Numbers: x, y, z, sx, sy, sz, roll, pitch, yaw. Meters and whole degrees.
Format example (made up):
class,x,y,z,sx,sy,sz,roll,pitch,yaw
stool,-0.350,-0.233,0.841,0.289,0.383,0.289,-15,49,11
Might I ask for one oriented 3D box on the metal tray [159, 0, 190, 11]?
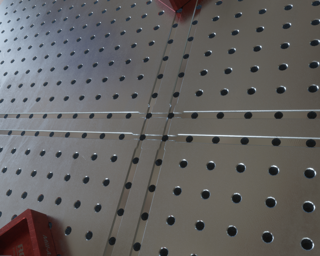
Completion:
class,x,y,z,sx,sy,sz,roll,pitch,yaw
metal tray,0.049,-0.274,0.545,0.130,0.030,0.090,-40,51,1

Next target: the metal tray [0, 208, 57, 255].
class,x,y,z,sx,sy,sz,roll,pitch,yaw
metal tray,-0.173,0.179,0.383,0.090,0.030,0.130,-36,51,3
